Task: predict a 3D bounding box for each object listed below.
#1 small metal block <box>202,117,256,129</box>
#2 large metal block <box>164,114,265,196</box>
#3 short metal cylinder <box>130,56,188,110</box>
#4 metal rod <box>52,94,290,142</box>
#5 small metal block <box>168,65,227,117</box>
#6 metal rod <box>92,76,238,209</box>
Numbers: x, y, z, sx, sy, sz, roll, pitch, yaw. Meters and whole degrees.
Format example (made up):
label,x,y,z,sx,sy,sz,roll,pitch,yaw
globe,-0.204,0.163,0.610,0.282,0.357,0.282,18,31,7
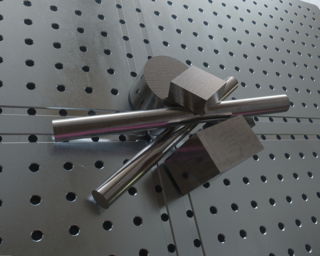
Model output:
label,x,y,z,sx,sy,sz,roll,pitch,yaw
small metal block,0.098,-0.003,0.442,0.050,0.050,0.025,-1,62,-27
large metal block,0.065,0.033,0.382,0.081,0.080,0.050,-20,73,-36
short metal cylinder,0.006,-0.051,0.422,0.081,0.050,0.080,14,55,-21
metal rod,0.027,-0.015,0.383,0.302,0.025,0.025,-7,65,-17
small metal block,0.046,-0.047,0.383,0.050,0.025,0.050,31,48,21
metal rod,0.028,0.000,0.419,0.025,0.025,0.302,47,51,4
